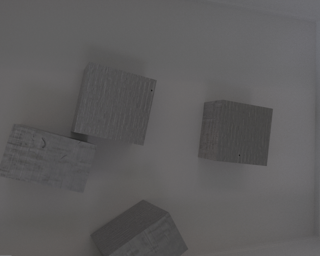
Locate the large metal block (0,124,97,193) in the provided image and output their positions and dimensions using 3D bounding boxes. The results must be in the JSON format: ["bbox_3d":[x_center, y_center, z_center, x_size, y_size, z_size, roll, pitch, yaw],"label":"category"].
[{"bbox_3d":[-0.121,0.030,0.337,0.081,0.080,0.050,17,85,-19],"label":"large metal block"}]

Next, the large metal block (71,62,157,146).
[{"bbox_3d":[-0.057,-0.026,0.376,0.081,0.050,0.080,13,86,-20],"label":"large metal block"}]

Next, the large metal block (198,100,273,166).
[{"bbox_3d":[0.105,0.008,0.436,0.081,0.050,0.080,8,88,-20],"label":"large metal block"}]

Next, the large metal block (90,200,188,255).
[{"bbox_3d":[-0.027,0.135,0.368,0.081,0.080,0.050,-30,100,-22],"label":"large metal block"}]
